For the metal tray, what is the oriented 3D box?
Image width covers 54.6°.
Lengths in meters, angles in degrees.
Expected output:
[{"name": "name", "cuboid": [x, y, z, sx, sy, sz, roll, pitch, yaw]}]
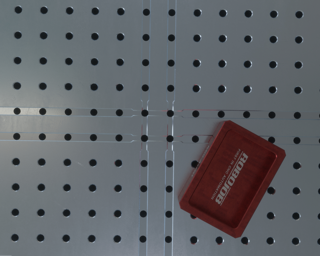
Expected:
[{"name": "metal tray", "cuboid": [0.093, 0.066, 0.411, 0.090, 0.030, 0.130, 29, 90, 0]}]
